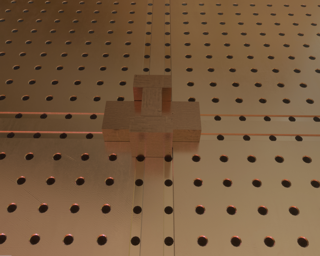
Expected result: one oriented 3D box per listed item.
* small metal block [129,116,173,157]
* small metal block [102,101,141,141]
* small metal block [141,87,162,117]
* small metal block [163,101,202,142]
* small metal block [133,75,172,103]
[{"bbox_3d":[-0.010,0.011,0.381,0.050,0.050,0.025,1,50,0],"label":"small metal block"},{"bbox_3d":[-0.048,-0.010,0.415,0.050,0.025,0.050,0,50,0],"label":"small metal block"},{"bbox_3d":[-0.010,-0.018,0.405,0.025,0.050,0.050,1,50,0],"label":"small metal block"},{"bbox_3d":[0.028,-0.009,0.415,0.050,0.025,0.050,1,50,0],"label":"small metal block"},{"bbox_3d":[-0.010,-0.046,0.430,0.050,0.050,0.025,1,50,0],"label":"small metal block"}]
